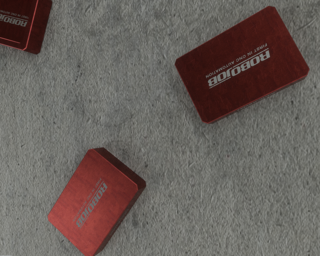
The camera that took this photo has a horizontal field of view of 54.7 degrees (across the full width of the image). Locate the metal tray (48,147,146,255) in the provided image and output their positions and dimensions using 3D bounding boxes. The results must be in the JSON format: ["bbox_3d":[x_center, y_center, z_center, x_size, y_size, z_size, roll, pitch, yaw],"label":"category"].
[{"bbox_3d":[-0.091,0.104,0.438,0.090,0.030,0.129,37,101,16],"label":"metal tray"}]

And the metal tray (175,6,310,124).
[{"bbox_3d":[0.095,-0.071,0.373,0.130,0.030,0.090,-27,81,17],"label":"metal tray"}]

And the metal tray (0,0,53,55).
[{"bbox_3d":[-0.241,-0.176,0.491,0.130,0.030,0.089,18,96,19],"label":"metal tray"}]
